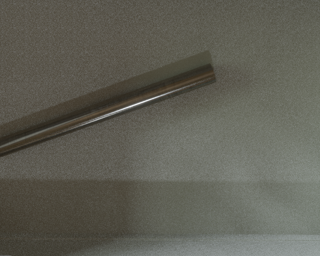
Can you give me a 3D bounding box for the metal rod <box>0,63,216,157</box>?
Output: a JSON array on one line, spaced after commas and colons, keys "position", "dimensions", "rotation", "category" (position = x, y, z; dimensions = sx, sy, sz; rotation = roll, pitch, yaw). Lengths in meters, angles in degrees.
[{"position": [-0.076, -0.021, 0.402], "dimensions": [0.301, 0.025, 0.025], "rotation": [-19, 109, 6], "category": "metal rod"}]
